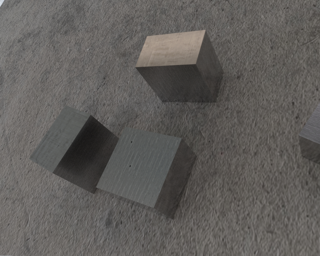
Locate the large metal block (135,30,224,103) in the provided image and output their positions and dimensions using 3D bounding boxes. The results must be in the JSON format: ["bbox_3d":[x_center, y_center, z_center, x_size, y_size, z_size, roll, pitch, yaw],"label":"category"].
[{"bbox_3d":[0.028,-0.075,0.400,0.080,0.080,0.050,3,64,30],"label":"large metal block"}]

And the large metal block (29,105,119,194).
[{"bbox_3d":[-0.105,0.029,0.406,0.050,0.080,0.080,19,72,35],"label":"large metal block"}]

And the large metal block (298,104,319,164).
[{"bbox_3d":[0.189,0.002,0.287,0.080,0.050,0.080,30,78,37],"label":"large metal block"}]

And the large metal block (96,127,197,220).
[{"bbox_3d":[-0.014,0.051,0.364,0.080,0.050,0.080,11,67,32],"label":"large metal block"}]
